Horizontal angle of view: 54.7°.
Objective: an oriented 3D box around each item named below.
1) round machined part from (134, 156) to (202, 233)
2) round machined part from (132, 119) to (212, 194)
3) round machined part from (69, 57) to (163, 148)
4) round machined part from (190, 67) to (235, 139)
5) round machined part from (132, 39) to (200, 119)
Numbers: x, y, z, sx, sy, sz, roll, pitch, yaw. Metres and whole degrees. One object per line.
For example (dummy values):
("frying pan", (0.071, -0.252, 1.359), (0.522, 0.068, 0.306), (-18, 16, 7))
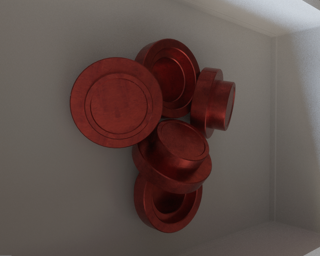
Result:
("round machined part", (0.006, 0.080, 0.398), (0.099, 0.042, 0.097), (0, 90, -40))
("round machined part", (0.020, 0.027, 0.372), (0.099, 0.098, 0.042), (-9, 140, -40))
("round machined part", (-0.045, -0.025, 0.328), (0.099, 0.042, 0.097), (-3, 102, -12))
("round machined part", (0.077, -0.033, 0.428), (0.098, 0.042, 0.097), (10, 91, -71))
("round machined part", (0.004, -0.060, 0.395), (0.099, 0.042, 0.097), (0, 90, -40))
